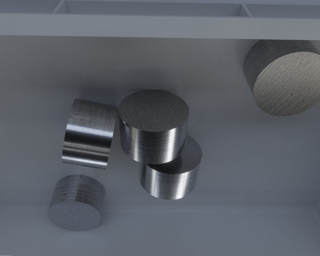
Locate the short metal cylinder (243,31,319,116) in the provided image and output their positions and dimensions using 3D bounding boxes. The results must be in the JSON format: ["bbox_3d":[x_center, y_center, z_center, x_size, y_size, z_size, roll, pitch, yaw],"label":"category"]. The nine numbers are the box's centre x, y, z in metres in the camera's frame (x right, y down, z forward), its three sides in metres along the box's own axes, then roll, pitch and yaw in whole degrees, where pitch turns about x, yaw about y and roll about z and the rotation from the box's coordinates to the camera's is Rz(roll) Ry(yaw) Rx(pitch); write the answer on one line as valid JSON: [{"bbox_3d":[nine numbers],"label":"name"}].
[{"bbox_3d":[0.139,-0.060,0.344,0.081,0.050,0.079,0,130,0],"label":"short metal cylinder"}]

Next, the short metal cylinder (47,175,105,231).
[{"bbox_3d":[-0.131,0.120,0.493,0.081,0.050,0.079,0,130,0],"label":"short metal cylinder"}]

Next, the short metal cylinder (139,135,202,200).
[{"bbox_3d":[0.013,0.048,0.414,0.081,0.080,0.050,3,130,-3],"label":"short metal cylinder"}]

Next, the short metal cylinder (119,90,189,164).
[{"bbox_3d":[-0.008,-0.003,0.370,0.081,0.080,0.050,2,130,-2],"label":"short metal cylinder"}]

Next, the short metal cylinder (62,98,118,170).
[{"bbox_3d":[-0.084,0.007,0.378,0.050,0.080,0.079,11,129,-10],"label":"short metal cylinder"}]
